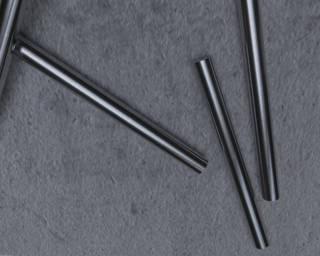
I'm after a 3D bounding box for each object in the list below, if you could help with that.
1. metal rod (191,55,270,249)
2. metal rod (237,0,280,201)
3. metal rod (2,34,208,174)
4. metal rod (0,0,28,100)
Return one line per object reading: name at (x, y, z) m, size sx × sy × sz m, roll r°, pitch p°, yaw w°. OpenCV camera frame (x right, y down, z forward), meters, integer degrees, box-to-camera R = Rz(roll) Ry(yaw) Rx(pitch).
metal rod at (0.103, 0.046, 0.428) m, size 0.025 × 0.025 × 0.299 m, roll -20°, pitch 109°, yaw 7°
metal rod at (0.128, -0.038, 0.397) m, size 0.025 × 0.025 × 0.298 m, roll -12°, pitch 110°, yaw 4°
metal rod at (-0.063, -0.028, 0.398) m, size 0.301 × 0.025 × 0.025 m, roll 34°, pitch 106°, yaw -12°
metal rod at (-0.199, -0.052, 0.367) m, size 0.025 × 0.025 × 0.298 m, roll 25°, pitch 116°, yaw -10°
